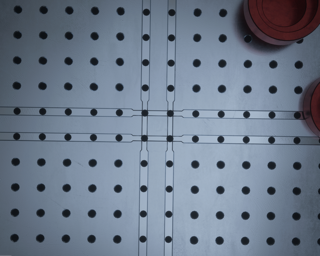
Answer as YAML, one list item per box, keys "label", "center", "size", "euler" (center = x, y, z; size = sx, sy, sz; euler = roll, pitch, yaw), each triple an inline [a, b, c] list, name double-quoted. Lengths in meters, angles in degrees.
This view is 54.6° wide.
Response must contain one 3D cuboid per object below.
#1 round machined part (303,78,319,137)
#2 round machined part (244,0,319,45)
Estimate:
- label: "round machined part"
  center: [0.246, -0.028, 0.406]
  size: [0.099, 0.042, 0.097]
  euler: [0, 90, 0]
- label: "round machined part"
  center: [0.158, -0.157, 0.406]
  size: [0.099, 0.042, 0.097]
  euler: [0, 90, 0]
